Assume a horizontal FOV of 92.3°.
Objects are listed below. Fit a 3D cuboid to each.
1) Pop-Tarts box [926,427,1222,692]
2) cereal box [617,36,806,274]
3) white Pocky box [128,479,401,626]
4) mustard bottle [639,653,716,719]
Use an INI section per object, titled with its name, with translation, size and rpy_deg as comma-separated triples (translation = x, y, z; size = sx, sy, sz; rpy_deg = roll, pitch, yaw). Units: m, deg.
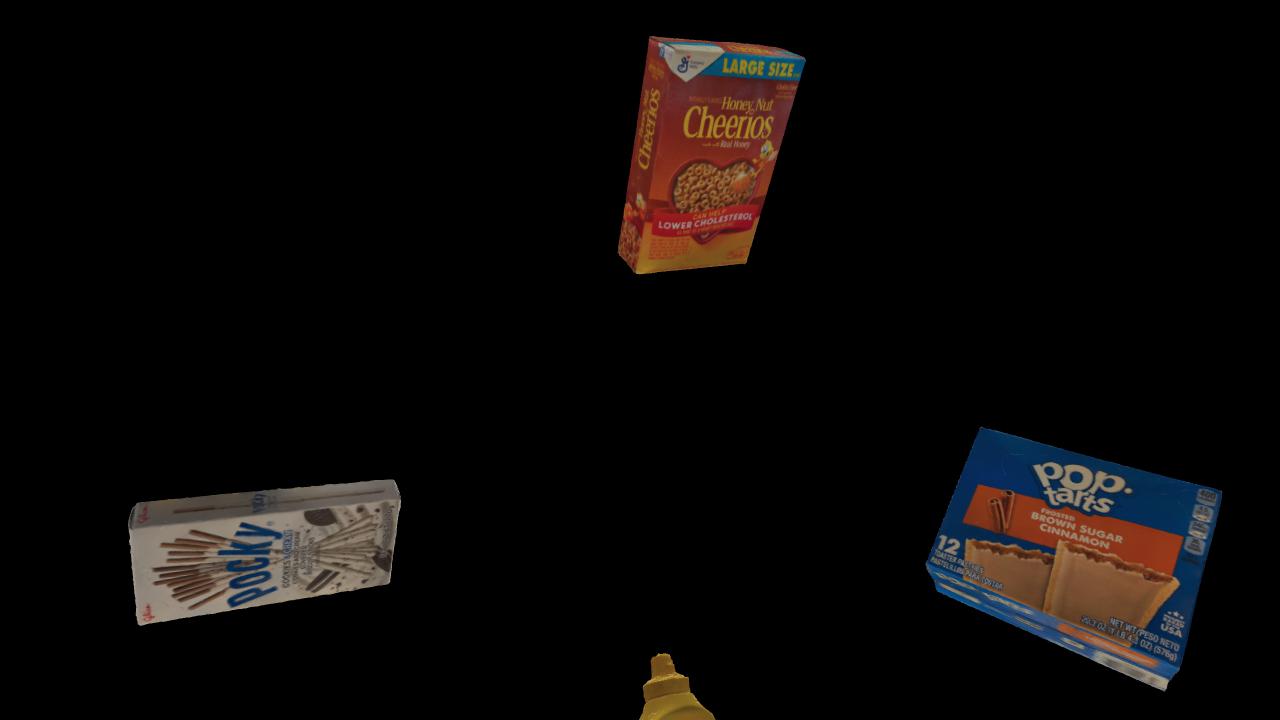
[Pop-Tarts box]
translation = 0.350, 0.154, 0.508
size = 0.167, 0.141, 0.083
rpy_deg = 17, -24, 39
[cereal box]
translation = 0.090, -0.276, 0.863
size = 0.203, 0.306, 0.081
rpy_deg = -9, 41, -27
[white Pocky box]
translation = -0.251, 0.129, 0.425
size = 0.154, 0.084, 0.028
rpy_deg = 1, 27, -32
[mustard bottle]
translation = 0.035, 0.345, 0.515
size = 0.092, 0.184, 0.054
rpy_deg = 8, -40, -26
